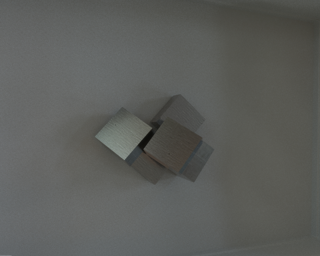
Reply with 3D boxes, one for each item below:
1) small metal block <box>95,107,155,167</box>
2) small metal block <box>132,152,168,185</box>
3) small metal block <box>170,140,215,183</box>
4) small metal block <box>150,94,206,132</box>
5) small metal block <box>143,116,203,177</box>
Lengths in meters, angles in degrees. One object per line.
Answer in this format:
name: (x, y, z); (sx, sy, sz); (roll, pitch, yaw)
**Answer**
small metal block: (-0.042, 0.010, 0.381); (0.050, 0.025, 0.050); (35, 76, 22)
small metal block: (-0.012, 0.038, 0.405); (0.050, 0.025, 0.050); (44, 76, -15)
small metal block: (0.038, 0.040, 0.411); (0.025, 0.050, 0.050); (37, 78, -17)
small metal block: (0.024, -0.010, 0.419); (0.050, 0.025, 0.050); (44, 76, -15)
small metal block: (0.017, 0.022, 0.377); (0.050, 0.025, 0.050); (32, 77, 17)
